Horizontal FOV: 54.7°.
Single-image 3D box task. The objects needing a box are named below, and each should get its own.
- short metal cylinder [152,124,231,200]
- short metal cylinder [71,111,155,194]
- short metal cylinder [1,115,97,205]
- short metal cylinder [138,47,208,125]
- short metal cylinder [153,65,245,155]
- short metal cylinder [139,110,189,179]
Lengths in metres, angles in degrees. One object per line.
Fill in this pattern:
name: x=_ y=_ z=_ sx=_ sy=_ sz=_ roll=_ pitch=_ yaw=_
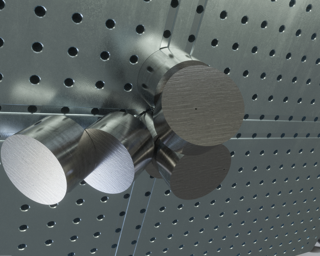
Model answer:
short metal cylinder: x=0.037 y=0.039 z=0.372 sx=0.081 sy=0.050 sz=0.079 roll=-14 pitch=124 yaw=-21
short metal cylinder: x=-0.053 y=0.027 z=0.354 sx=0.050 sy=0.080 sz=0.079 roll=-45 pitch=148 yaw=-56
short metal cylinder: x=-0.115 y=0.032 z=0.324 sx=0.050 sy=0.080 sz=0.079 roll=-47 pitch=149 yaw=-56
short metal cylinder: x=0.020 y=-0.051 z=0.374 sx=0.081 sy=0.050 sz=0.079 roll=-14 pitch=124 yaw=-21
short metal cylinder: x=0.037 y=-0.016 z=0.312 sx=0.081 sy=0.080 sz=0.050 roll=-22 pitch=170 yaw=-16
short metal cylinder: x=0.006 y=0.020 z=0.409 sx=0.081 sy=0.050 sz=0.079 roll=-14 pitch=124 yaw=-21
